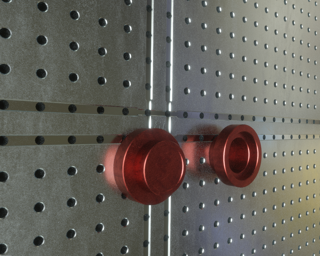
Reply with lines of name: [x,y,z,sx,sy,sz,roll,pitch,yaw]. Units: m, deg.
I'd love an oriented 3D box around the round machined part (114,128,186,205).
round machined part: [-0.005,0.049,0.393,0.099,0.042,0.097,0,90,-40]

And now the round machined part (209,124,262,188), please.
round machined part: [0.116,0.043,0.494,0.099,0.042,0.097,0,90,-40]
